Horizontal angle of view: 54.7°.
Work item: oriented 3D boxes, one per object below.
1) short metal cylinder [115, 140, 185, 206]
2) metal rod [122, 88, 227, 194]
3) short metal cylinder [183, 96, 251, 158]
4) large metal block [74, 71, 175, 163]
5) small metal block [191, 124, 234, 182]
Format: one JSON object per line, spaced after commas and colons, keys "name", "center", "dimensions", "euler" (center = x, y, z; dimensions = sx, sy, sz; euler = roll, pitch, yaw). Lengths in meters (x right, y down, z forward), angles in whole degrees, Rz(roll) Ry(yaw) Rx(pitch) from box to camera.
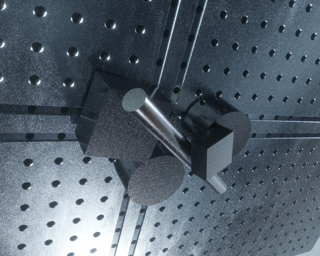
{"name": "short metal cylinder", "center": [-0.014, 0.057, 0.418], "dimensions": [0.081, 0.050, 0.079], "euler": [-14, 124, -21]}
{"name": "metal rod", "center": [0.039, 0.037, 0.405], "dimensions": [0.025, 0.025, 0.300], "euler": [-43, 144, 1]}
{"name": "short metal cylinder", "center": [0.080, 0.002, 0.435], "dimensions": [0.081, 0.050, 0.079], "euler": [-14, 124, -21]}
{"name": "large metal block", "center": [-0.042, -0.011, 0.358], "dimensions": [0.081, 0.050, 0.079], "euler": [11, 113, -33]}
{"name": "small metal block", "center": [0.065, 0.030, 0.387], "dimensions": [0.050, 0.025, 0.050], "euler": [-29, 130, -33]}
